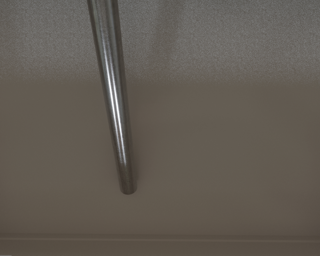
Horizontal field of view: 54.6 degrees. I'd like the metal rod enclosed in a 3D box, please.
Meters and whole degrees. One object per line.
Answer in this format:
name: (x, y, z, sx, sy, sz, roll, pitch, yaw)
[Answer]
metal rod: (-0.047, -0.021, 0.340, 0.025, 0.025, 0.298, -1, 135, 0)
